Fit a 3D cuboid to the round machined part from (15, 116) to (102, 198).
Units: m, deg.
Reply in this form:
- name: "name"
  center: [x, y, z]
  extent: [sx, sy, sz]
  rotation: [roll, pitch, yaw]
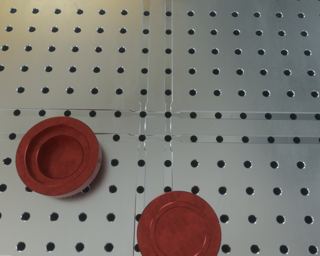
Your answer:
- name: "round machined part"
  center: [-0.122, 0.038, 0.387]
  extent: [0.099, 0.042, 0.098]
  rotation: [0, 70, -1]

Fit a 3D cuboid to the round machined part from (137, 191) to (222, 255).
- name: "round machined part"
  center: [0.022, 0.122, 0.359]
  extent: [0.099, 0.042, 0.098]
  rotation: [0, 70, -1]
